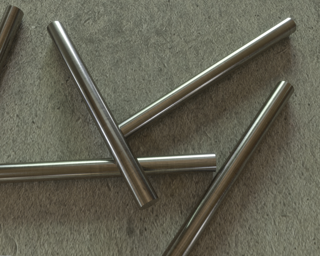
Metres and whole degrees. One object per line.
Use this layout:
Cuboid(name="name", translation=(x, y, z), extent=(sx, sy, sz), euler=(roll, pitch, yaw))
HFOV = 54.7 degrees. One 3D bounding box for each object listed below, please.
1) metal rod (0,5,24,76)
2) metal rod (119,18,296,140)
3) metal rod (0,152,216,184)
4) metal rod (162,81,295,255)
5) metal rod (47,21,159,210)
Cuboid(name="metal rod", translation=(-0.245, -0.039, 0.420), extent=(0.025, 0.025, 0.299), euler=(9, 70, 3))
Cuboid(name="metal rod", translation=(0.071, -0.073, 0.434), extent=(0.301, 0.025, 0.025), euler=(-33, 74, -12))
Cuboid(name="metal rod", translation=(-0.082, 0.051, 0.388), extent=(0.302, 0.025, 0.025), euler=(-3, 70, -1))
Cuboid(name="metal rod", translation=(0.086, 0.058, 0.387), extent=(0.025, 0.025, 0.300), euler=(34, 73, 11))
Cuboid(name="metal rod", translation=(-0.084, -0.032, 0.402), extent=(0.025, 0.025, 0.299), euler=(-28, 66, -10))
